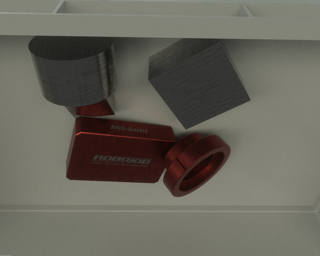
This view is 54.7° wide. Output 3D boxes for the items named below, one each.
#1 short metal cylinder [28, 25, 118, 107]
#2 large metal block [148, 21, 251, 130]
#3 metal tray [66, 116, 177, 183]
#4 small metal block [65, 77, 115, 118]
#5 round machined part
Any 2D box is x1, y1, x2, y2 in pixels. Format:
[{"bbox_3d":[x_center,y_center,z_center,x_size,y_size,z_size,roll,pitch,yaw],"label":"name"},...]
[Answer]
[{"bbox_3d":[-0.085,-0.065,0.316,0.081,0.080,0.050,0,130,-1],"label":"short metal cylinder"},{"bbox_3d":[0.043,-0.056,0.346,0.080,0.050,0.080,-25,126,19],"label":"large metal block"},{"bbox_3d":[-0.053,0.033,0.417,0.131,0.030,0.089,6,131,-22],"label":"metal tray"},{"bbox_3d":[-0.084,-0.035,0.365,0.050,0.025,0.050,-5,158,4],"label":"small metal block"},{"bbox_3d":[0.043,0.044,0.416,0.099,0.042,0.097,-30,150,-19],"label":"round machined part"}]
